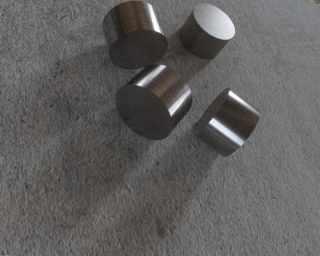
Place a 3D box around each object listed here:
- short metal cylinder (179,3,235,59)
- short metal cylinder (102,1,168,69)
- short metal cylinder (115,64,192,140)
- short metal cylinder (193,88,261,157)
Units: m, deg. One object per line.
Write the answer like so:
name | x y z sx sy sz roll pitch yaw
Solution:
short metal cylinder | 0.080 -0.165 0.532 0.081 0.050 0.080 14 56 -21
short metal cylinder | -0.035 -0.125 0.426 0.081 0.080 0.050 -2 63 -29
short metal cylinder | -0.008 -0.031 0.383 0.080 0.080 0.050 41 51 0
short metal cylinder | 0.089 -0.008 0.421 0.050 0.080 0.080 36 51 -5
